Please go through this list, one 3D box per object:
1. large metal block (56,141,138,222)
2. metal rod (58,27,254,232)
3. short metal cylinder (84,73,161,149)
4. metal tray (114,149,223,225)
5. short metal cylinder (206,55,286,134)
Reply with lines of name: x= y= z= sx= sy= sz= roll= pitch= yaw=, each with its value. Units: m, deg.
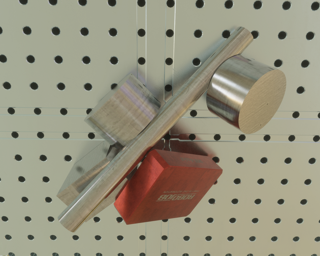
large metal block: x=-0.077 y=0.061 z=0.405 sx=0.080 sy=0.080 sz=0.050 roll=-38 pitch=106 yaw=12
metal rod: x=0.001 y=-0.004 z=0.355 sx=0.025 sy=0.025 sz=0.300 roll=45 pitch=82 yaw=-15
short metal cylinder: x=-0.045 y=-0.020 z=0.376 sx=0.080 sy=0.080 sz=0.050 roll=-41 pitch=105 yaw=13
metal tray: x=0.016 y=0.076 z=0.396 sx=0.131 sy=0.030 sz=0.090 roll=13 pitch=117 yaw=-50
short metal cylinder: x=0.102 y=-0.040 z=0.366 sx=0.081 sy=0.050 sz=0.079 roll=-24 pitch=132 yaw=-29
